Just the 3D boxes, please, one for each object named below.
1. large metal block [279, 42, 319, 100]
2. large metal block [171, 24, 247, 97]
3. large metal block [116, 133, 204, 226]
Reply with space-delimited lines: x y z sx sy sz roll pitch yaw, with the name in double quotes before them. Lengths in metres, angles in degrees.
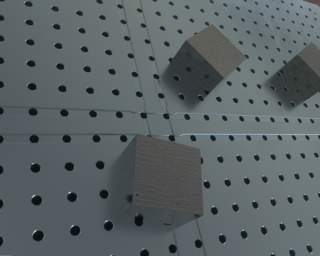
"large metal block" 0.300 -0.116 0.623 0.080 0.050 0.080 49 51 6
"large metal block" 0.080 -0.111 0.502 0.080 0.050 0.080 46 51 4
"large metal block" 0.000 0.061 0.355 0.081 0.050 0.080 15 56 -20
